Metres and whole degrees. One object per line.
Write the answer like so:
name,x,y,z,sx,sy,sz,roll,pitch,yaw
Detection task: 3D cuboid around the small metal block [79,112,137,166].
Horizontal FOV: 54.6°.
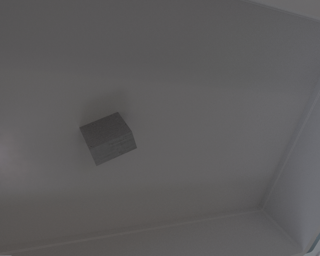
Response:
small metal block,-0.062,0.011,0.365,0.050,0.050,0.025,-24,127,-14
